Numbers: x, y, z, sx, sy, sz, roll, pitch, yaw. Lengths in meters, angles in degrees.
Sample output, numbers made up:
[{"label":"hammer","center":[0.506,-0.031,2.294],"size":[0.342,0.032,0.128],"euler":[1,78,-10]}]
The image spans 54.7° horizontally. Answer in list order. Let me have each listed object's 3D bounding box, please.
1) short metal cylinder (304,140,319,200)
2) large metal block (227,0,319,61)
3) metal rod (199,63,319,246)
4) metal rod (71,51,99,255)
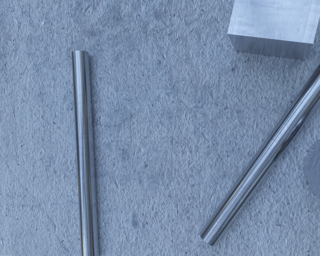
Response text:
[{"label":"short metal cylinder","center":[0.198,0.045,0.326],"size":[0.080,0.050,0.080],"euler":[0,90,20]},{"label":"large metal block","center":[0.124,-0.111,0.336],"size":[0.080,0.080,0.050],"euler":[13,95,19]},{"label":"metal rod","center":[0.138,0.014,0.360],"size":[0.025,0.025,0.299],"euler":[35,101,16]},{"label":"metal rod","center":[-0.108,0.040,0.446],"size":[0.025,0.025,0.298],"euler":[-3,89,20]}]
